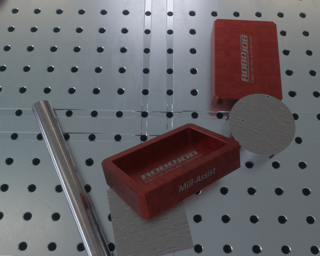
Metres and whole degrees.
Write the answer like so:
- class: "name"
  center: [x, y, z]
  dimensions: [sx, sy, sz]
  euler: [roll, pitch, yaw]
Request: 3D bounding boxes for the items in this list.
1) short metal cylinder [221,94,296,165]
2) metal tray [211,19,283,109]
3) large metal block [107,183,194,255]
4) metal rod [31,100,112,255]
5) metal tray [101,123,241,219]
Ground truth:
- class: "short metal cylinder"
  center: [0.124, 0.003, 0.398]
  dimensions: [0.081, 0.050, 0.080]
  euler: [0, 70, 0]
- class: "metal tray"
  center: [0.121, -0.092, 0.444]
  dimensions: [0.091, 0.030, 0.130]
  euler: [3, 70, 1]
- class: "large metal block"
  center: [-0.012, 0.106, 0.360]
  dimensions: [0.081, 0.050, 0.080]
  euler: [-12, 71, -4]
- class: "metal rod"
  center: [-0.096, 0.096, 0.375]
  dimensions: [0.025, 0.025, 0.299]
  euler: [-25, 72, -9]
- class: "metal tray"
  center: [0.013, 0.040, 0.346]
  dimensions: [0.131, 0.030, 0.090]
  euler: [-23, 27, -27]
